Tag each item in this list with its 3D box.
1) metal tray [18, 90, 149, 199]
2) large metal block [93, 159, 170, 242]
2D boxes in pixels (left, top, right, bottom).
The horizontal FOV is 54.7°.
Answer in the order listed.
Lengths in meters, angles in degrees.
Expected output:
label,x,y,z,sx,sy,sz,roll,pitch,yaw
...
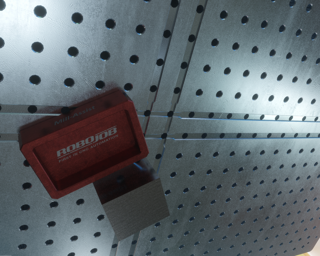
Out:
label,x,y,z,sx,sy,sz,roll,pitch,yaw
metal tray,-0.086,0.020,0.373,0.131,0.030,0.090,-25,128,-13
large metal block,-0.039,0.099,0.435,0.081,0.050,0.080,-24,127,-14
